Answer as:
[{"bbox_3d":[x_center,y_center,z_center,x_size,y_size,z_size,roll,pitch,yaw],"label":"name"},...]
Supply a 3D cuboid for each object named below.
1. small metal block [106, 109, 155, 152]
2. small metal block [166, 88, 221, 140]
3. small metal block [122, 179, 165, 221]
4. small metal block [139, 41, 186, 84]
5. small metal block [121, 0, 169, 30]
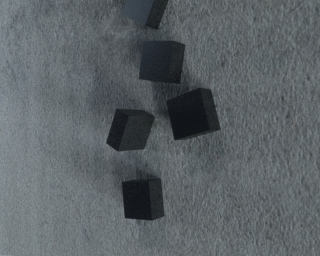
[{"bbox_3d":[-0.039,0.002,0.419,0.025,0.050,0.050,30,109,36],"label":"small metal block"},{"bbox_3d":[0.039,-0.016,0.371,0.050,0.025,0.050,-19,78,38],"label":"small metal block"},{"bbox_3d":[-0.024,0.097,0.422,0.050,0.025,0.050,-9,84,39],"label":"small metal block"},{"bbox_3d":[0.002,-0.085,0.401,0.050,0.025,0.050,12,98,39],"label":"small metal block"},{"bbox_3d":[-0.019,-0.167,0.419,0.050,0.025,0.050,35,111,34],"label":"small metal block"}]
